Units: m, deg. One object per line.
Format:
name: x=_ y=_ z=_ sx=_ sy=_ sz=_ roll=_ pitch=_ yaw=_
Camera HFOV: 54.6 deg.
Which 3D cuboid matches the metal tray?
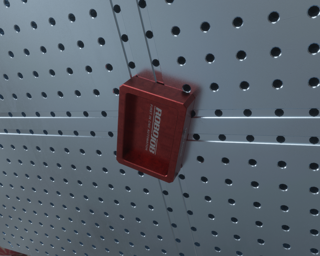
metal tray: x=-0.010 y=0.005 z=0.417 sx=0.090 sy=0.030 sz=0.129 roll=19 pitch=126 yaw=16
